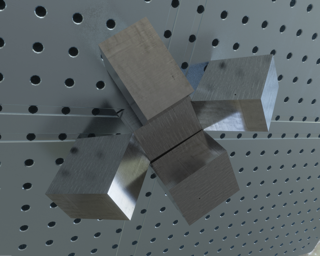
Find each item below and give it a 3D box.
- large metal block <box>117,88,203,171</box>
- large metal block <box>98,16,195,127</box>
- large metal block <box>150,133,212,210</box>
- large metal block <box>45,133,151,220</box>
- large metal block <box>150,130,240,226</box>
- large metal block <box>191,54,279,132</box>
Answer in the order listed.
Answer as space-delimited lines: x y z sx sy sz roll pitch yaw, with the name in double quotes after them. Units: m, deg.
0.005 0.000 0.397 0.080 0.050 0.080 -33 129 -7 "large metal block"
-0.015 -0.051 0.315 0.050 0.080 0.080 -33 90 -7 "large metal block"
0.034 0.057 0.447 0.080 0.050 0.080 -33 128 -8 "large metal block"
-0.067 0.055 0.353 0.080 0.080 0.050 -6 133 25 "large metal block"
0.046 0.063 0.392 0.080 0.050 0.080 -33 130 -8 "large metal block"
0.094 -0.042 0.380 0.080 0.080 0.050 -63 140 -36 "large metal block"
